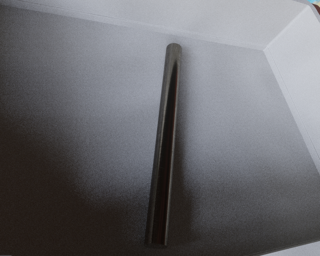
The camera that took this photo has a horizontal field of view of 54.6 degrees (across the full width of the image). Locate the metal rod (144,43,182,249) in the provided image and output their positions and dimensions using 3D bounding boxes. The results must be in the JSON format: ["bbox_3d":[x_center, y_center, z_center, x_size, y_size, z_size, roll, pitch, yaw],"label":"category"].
[{"bbox_3d":[0.009,0.000,0.407,0.025,0.025,0.300,18,55,-18],"label":"metal rod"}]
